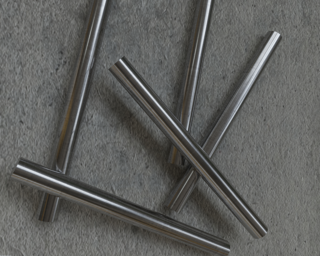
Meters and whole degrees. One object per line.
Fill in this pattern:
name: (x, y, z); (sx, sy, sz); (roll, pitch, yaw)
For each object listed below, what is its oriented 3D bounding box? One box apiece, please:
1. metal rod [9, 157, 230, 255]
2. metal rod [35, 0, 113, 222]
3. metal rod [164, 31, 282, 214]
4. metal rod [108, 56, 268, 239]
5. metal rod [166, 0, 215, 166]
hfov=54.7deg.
metal rod: (-0.029, 0.107, 0.381); (0.301, 0.025, 0.025); (29, 81, -24)
metal rod: (-0.099, -0.039, 0.372); (0.025, 0.025, 0.299); (15, 85, -20)
metal rod: (0.095, -0.015, 0.443); (0.025, 0.025, 0.300); (36, 78, -17)
metal rod: (0.044, 0.034, 0.397); (0.025, 0.025, 0.300); (-44, 104, -15)
metal rod: (0.049, -0.098, 0.426); (0.025, 0.025, 0.298); (12, 86, -20)
